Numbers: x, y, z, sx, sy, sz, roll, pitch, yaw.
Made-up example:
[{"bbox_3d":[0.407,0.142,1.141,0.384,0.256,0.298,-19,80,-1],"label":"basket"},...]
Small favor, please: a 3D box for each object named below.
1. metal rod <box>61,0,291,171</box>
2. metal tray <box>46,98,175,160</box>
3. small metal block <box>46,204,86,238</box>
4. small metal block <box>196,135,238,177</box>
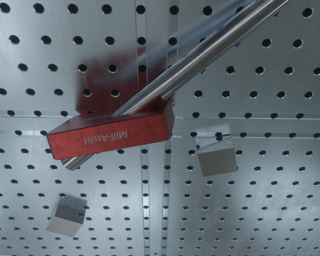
[{"bbox_3d":[0.004,-0.045,0.340,0.300,0.025,0.025,-37,122,15],"label":"metal rod"},{"bbox_3d":[-0.052,-0.002,0.363,0.131,0.090,0.030,-10,104,8],"label":"metal tray"},{"bbox_3d":[-0.168,0.166,0.551,0.050,0.025,0.050,24,126,-19],"label":"small metal block"},{"bbox_3d":[0.082,0.041,0.447,0.050,0.025,0.050,-11,130,9],"label":"small metal block"}]
